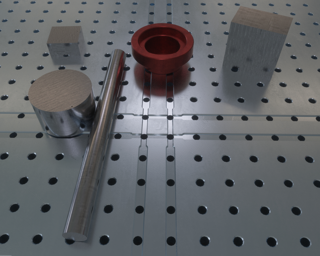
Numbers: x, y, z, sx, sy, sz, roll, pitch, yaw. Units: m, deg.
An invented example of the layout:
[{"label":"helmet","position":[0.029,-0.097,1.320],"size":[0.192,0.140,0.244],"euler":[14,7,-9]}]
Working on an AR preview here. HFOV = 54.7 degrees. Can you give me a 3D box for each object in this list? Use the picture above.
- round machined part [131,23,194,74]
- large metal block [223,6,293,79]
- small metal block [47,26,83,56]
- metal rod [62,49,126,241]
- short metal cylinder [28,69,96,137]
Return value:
[{"label":"round machined part","position":[0.004,-0.125,0.501],"size":[0.099,0.042,0.098],"euler":[0,50,0]},{"label":"large metal block","position":[0.151,-0.134,0.485],"size":[0.080,0.080,0.050],"euler":[20,53,16]},{"label":"small metal block","position":[-0.161,-0.150,0.533],"size":[0.050,0.025,0.050],"euler":[-2,50,-2]},{"label":"metal rod","position":[-0.077,-0.004,0.410],"size":[0.025,0.025,0.300],"euler":[3,50,2]},{"label":"short metal cylinder","position":[-0.129,-0.034,0.419],"size":[0.081,0.050,0.080],"euler":[0,50,0]}]
